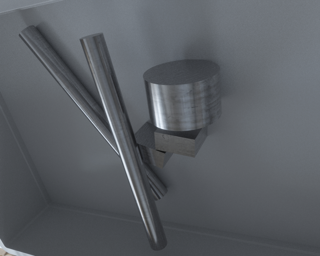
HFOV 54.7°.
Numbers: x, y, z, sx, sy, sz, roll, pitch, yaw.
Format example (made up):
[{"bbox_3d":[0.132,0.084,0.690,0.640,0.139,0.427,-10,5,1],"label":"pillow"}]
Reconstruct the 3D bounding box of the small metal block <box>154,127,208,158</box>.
[{"bbox_3d":[0.027,0.008,0.382,0.050,0.050,0.025,10,123,22],"label":"small metal block"}]

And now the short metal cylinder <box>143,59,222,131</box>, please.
[{"bbox_3d":[0.025,-0.038,0.335,0.080,0.080,0.050,6,121,25],"label":"short metal cylinder"}]

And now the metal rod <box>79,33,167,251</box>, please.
[{"bbox_3d":[-0.036,0.035,0.383,0.025,0.025,0.298,-1,118,28],"label":"metal rod"}]

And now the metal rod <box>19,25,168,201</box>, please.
[{"bbox_3d":[-0.089,-0.015,0.444,0.025,0.025,0.300,-31,102,37],"label":"metal rod"}]

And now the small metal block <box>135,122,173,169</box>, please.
[{"bbox_3d":[-0.008,0.021,0.408,0.050,0.050,0.025,19,126,16],"label":"small metal block"}]
